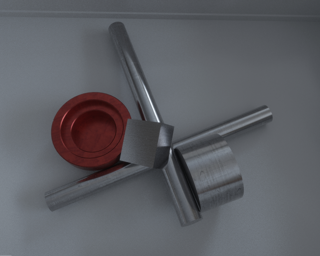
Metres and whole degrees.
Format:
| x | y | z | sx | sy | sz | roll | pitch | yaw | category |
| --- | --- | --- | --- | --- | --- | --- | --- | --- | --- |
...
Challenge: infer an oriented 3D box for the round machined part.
| x | y | z | sx | sy | sz | roll | pitch | yaw | category |
| --- | --- | --- | --- | --- | --- | --- | --- | --- | --- |
| -0.083 | 0.007 | 0.396 | 0.099 | 0.042 | 0.098 | 0 | 70 | -1 | round machined part |

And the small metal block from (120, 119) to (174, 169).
| x | y | z | sx | sy | sz | roll | pitch | yaw | category |
| --- | --- | --- | --- | --- | --- | --- | --- | --- | --- |
| -0.015 | 0.018 | 0.358 | 0.050 | 0.025 | 0.050 | 8 | 85 | 37 | small metal block |

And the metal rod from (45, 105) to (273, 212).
| x | y | z | sx | sy | sz | roll | pitch | yaw | category |
| --- | --- | --- | --- | --- | --- | --- | --- | --- | --- |
| 0.005 | 0.035 | 0.395 | 0.302 | 0.025 | 0.025 | -21 | 72 | -8 | metal rod |

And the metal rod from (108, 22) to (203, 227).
| x | y | z | sx | sy | sz | roll | pitch | yaw | category |
| --- | --- | --- | --- | --- | --- | --- | --- | --- | --- |
| -0.015 | -0.024 | 0.398 | 0.025 | 0.025 | 0.299 | -18 | 64 | -7 | metal rod |

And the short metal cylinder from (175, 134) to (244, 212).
| x | y | z | sx | sy | sz | roll | pitch | yaw | category |
| --- | --- | --- | --- | --- | --- | --- | --- | --- | --- |
| 0.055 | 0.052 | 0.361 | 0.050 | 0.080 | 0.080 | -19 | 71 | -7 | short metal cylinder |
